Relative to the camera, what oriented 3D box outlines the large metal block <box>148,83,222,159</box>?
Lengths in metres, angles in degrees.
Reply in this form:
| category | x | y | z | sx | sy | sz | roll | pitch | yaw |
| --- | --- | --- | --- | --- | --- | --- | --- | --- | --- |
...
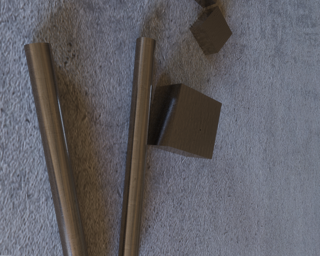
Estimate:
| category | x | y | z | sx | sy | sz | roll | pitch | yaw |
| --- | --- | --- | --- | --- | --- | --- | --- | --- | --- |
| large metal block | 0.032 | -0.007 | 0.418 | 0.080 | 0.050 | 0.080 | 20 | 78 | -39 |

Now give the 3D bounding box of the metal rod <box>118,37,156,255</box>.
| category | x | y | z | sx | sy | sz | roll | pitch | yaw |
| --- | --- | --- | --- | --- | --- | --- | --- | --- | --- |
| metal rod | -0.029 | 0.038 | 0.382 | 0.025 | 0.025 | 0.298 | 7 | 85 | -40 |

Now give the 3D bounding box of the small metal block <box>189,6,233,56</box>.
| category | x | y | z | sx | sy | sz | roll | pitch | yaw |
| --- | --- | --- | --- | --- | --- | --- | --- | --- | --- |
| small metal block | 0.079 | -0.148 | 0.473 | 0.050 | 0.025 | 0.050 | 52 | 59 | -28 |

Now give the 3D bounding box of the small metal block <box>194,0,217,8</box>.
| category | x | y | z | sx | sy | sz | roll | pitch | yaw |
| --- | --- | --- | --- | --- | --- | --- | --- | --- | --- |
| small metal block | 0.064 | -0.217 | 0.460 | 0.050 | 0.025 | 0.050 | 25 | 74 | -38 |

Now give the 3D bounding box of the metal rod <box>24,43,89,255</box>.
| category | x | y | z | sx | sy | sz | roll | pitch | yaw |
| --- | --- | --- | --- | --- | --- | --- | --- | --- | --- |
| metal rod | -0.100 | 0.065 | 0.322 | 0.025 | 0.025 | 0.298 | -14 | 99 | -40 |
